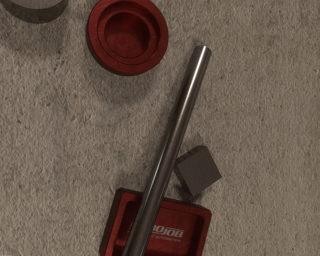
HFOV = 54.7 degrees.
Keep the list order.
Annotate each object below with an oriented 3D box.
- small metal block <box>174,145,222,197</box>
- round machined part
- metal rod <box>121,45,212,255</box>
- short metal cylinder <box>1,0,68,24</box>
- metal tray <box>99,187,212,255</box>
[{"bbox_3d":[0.050,0.058,0.429,0.050,0.025,0.050,-30,100,-18],"label":"small metal block"},{"bbox_3d":[-0.042,-0.113,0.385,0.099,0.042,0.097,0,90,-21],"label":"round machined part"},{"bbox_3d":[0.012,0.027,0.391,0.025,0.025,0.299,25,73,-19],"label":"metal rod"},{"bbox_3d":[-0.141,-0.163,0.344,0.081,0.050,0.079,0,90,-21],"label":"short metal cylinder"},{"bbox_3d":[-0.004,0.137,0.406,0.131,0.030,0.090,17,84,-20],"label":"metal tray"}]
